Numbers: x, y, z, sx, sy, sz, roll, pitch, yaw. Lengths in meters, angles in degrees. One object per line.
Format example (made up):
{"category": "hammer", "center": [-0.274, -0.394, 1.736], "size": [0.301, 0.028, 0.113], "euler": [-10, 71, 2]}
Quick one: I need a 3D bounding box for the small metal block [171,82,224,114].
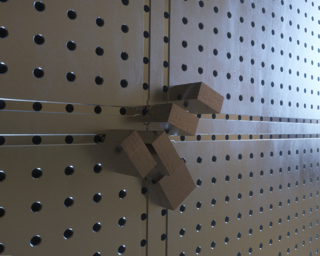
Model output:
{"category": "small metal block", "center": [0.054, -0.041, 0.440], "size": [0.050, 0.050, 0.025], "euler": [27, 73, -37]}

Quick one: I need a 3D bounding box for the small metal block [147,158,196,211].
{"category": "small metal block", "center": [0.017, 0.076, 0.426], "size": [0.050, 0.025, 0.050], "euler": [-40, 115, -33]}

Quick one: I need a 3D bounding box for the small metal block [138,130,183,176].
{"category": "small metal block", "center": [-0.007, 0.031, 0.389], "size": [0.025, 0.050, 0.050], "euler": [-44, 117, -31]}

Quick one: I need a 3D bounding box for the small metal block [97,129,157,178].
{"category": "small metal block", "center": [-0.039, 0.029, 0.362], "size": [0.025, 0.050, 0.050], "euler": [-45, 117, -31]}

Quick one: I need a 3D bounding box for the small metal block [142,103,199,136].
{"category": "small metal block", "center": [0.014, -0.010, 0.407], "size": [0.050, 0.050, 0.025], "euler": [27, 73, -37]}
